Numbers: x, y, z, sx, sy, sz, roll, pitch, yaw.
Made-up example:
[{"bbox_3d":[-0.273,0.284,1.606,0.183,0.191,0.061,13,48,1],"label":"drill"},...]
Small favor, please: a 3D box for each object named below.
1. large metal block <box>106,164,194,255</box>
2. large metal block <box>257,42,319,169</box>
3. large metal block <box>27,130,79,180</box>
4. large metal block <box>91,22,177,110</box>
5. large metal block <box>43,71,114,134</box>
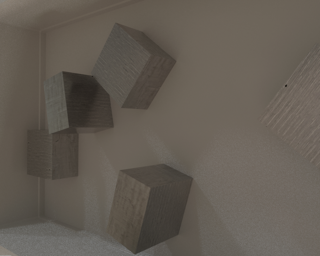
[{"bbox_3d":[-0.011,0.094,0.379,0.050,0.081,0.079,22,104,37],"label":"large metal block"},{"bbox_3d":[0.148,-0.014,0.268,0.080,0.050,0.080,46,117,30],"label":"large metal block"},{"bbox_3d":[-0.188,0.043,0.543,0.080,0.050,0.079,1,91,39],"label":"large metal block"},{"bbox_3d":[-0.038,-0.082,0.420,0.080,0.050,0.080,47,118,29],"label":"large metal block"},{"bbox_3d":[-0.122,-0.035,0.469,0.050,0.081,0.080,-15,81,39],"label":"large metal block"}]
